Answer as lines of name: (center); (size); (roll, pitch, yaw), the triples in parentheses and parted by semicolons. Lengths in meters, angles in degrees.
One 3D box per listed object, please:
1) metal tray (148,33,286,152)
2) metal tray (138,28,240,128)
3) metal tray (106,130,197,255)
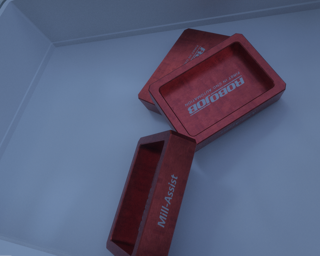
metal tray: (0.064, -0.042, 0.362); (0.130, 0.030, 0.090); (-32, 71, -5)
metal tray: (0.041, -0.073, 0.424); (0.090, 0.030, 0.130); (25, 75, 36)
metal tray: (-0.011, 0.071, 0.322); (0.090, 0.030, 0.130); (-17, 54, 65)
